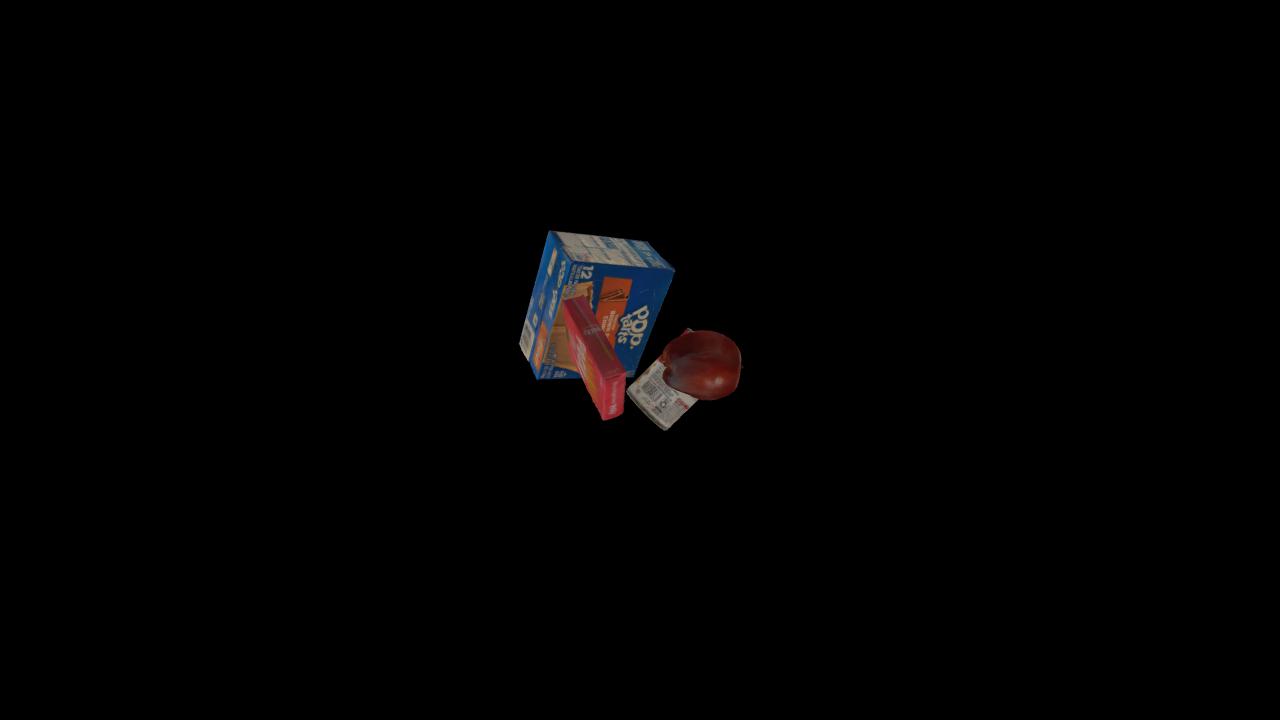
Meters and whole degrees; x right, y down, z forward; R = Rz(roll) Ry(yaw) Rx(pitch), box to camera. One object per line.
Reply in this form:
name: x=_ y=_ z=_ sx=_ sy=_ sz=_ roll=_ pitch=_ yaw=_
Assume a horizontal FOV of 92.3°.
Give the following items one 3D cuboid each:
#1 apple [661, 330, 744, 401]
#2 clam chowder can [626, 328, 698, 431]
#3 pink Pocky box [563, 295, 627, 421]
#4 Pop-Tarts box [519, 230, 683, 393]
apple: x=0.070 y=0.006 z=0.685 sx=0.093 sy=0.079 sz=0.079 roll=5 pitch=-1 yaw=-11
clam chowder can: x=0.042 y=0.023 z=0.699 sx=0.068 sy=0.102 sz=0.068 roll=45 pitch=2 yaw=-2
pink Pocky box: x=-0.060 y=-0.015 z=0.705 sx=0.029 sy=0.155 sz=0.084 roll=-19 pitch=-32 yaw=-18
Pop-Tarts box: x=-0.057 y=-0.063 z=0.768 sx=0.141 sy=0.167 sz=0.083 roll=0 pitch=38 yaw=-32
